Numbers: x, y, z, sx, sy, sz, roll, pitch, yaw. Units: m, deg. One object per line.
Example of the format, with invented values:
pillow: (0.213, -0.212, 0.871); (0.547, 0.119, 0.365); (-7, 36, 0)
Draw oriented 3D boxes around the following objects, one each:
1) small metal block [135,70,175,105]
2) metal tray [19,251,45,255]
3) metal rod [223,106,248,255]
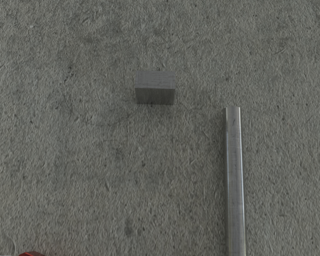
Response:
small metal block: (-0.006, -0.053, 0.414); (0.050, 0.050, 0.025); (1, 70, 0)
metal tray: (-0.134, 0.211, 0.326); (0.090, 0.030, 0.130); (21, 71, 7)
metal rod: (0.090, 0.116, 0.366); (0.025, 0.025, 0.299); (3, 70, 1)
